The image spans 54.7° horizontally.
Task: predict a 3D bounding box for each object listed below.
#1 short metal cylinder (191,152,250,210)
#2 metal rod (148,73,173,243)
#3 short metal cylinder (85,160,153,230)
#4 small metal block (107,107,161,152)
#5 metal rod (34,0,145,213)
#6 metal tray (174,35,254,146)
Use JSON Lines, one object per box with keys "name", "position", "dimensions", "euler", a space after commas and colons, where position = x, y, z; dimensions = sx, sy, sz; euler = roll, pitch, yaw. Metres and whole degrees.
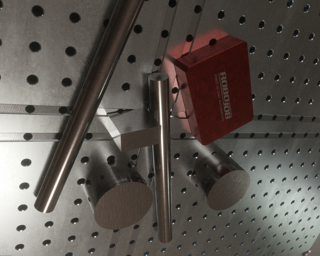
{"name": "short metal cylinder", "position": [0.098, 0.087, 0.505], "dimensions": [0.081, 0.050, 0.079], "euler": [-14, 124, -21]}
{"name": "metal rod", "position": [0.004, 0.063, 0.454], "dimensions": [0.025, 0.025, 0.298], "euler": [-16, 125, -20]}
{"name": "short metal cylinder", "position": [-0.056, 0.090, 0.422], "dimensions": [0.081, 0.050, 0.079], "euler": [-14, 124, -21]}
{"name": "small metal block", "position": [-0.032, 0.001, 0.379], "dimensions": [0.050, 0.050, 0.025], "euler": [-12, 124, -22]}
{"name": "metal rod", "position": [-0.082, -0.028, 0.350], "dimensions": [0.025, 0.025, 0.298], "euler": [15, 110, -35]}
{"name": "metal tray", "position": [0.078, -0.048, 0.423], "dimensions": [0.091, 0.030, 0.129], "euler": [-27, 128, -12]}
